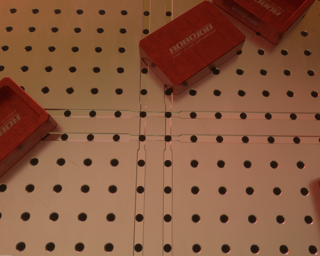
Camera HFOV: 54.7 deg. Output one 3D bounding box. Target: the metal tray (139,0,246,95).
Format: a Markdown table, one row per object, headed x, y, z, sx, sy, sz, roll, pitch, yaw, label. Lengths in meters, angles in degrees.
| x | y | z | sx | sy | sz | roll | pitch | yaw | label |
| --- | --- | --- | --- | --- | --- | --- | --- | --- | --- |
| 0.046 | -0.120 | 0.453 | 0.131 | 0.030 | 0.090 | -35 | 74 | -12 | metal tray |

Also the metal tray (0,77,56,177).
| x | y | z | sx | sy | sz | roll | pitch | yaw | label |
| --- | --- | --- | --- | --- | --- | --- | --- | --- | --- |
| -0.216 | 0.006 | 0.403 | 0.090 | 0.030 | 0.130 | 41 | 75 | 13 | metal tray |

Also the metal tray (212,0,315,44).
| x | y | z | sx | sy | sz | roll | pitch | yaw | label |
| --- | --- | --- | --- | --- | --- | --- | --- | --- | --- |
| 0.160 | -0.202 | 0.484 | 0.130 | 0.030 | 0.090 | 40 | 74 | 13 | metal tray |
